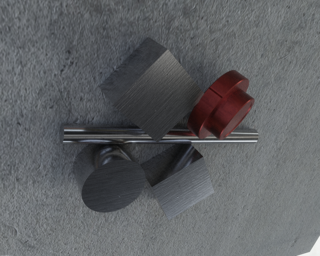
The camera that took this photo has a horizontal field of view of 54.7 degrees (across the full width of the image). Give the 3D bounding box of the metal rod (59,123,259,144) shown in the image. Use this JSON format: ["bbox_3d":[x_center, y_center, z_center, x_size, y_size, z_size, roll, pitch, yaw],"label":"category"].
[{"bbox_3d":[0.019,0.010,0.428,0.303,0.025,0.025,2,118,-30],"label":"metal rod"}]

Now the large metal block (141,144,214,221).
[{"bbox_3d":[0.025,0.075,0.454,0.080,0.050,0.080,-29,129,-10],"label":"large metal block"}]

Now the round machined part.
[{"bbox_3d":[0.084,-0.023,0.401,0.098,0.042,0.098,-41,159,-19],"label":"round machined part"}]

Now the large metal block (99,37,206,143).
[{"bbox_3d":[-0.008,-0.043,0.360,0.080,0.050,0.080,-45,130,3],"label":"large metal block"}]

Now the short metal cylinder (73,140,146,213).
[{"bbox_3d":[-0.065,0.060,0.395,0.081,0.050,0.079,-14,125,-21],"label":"short metal cylinder"}]
